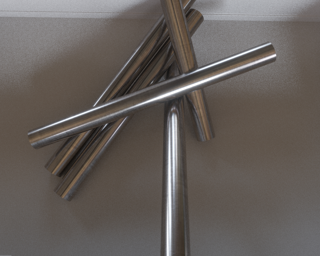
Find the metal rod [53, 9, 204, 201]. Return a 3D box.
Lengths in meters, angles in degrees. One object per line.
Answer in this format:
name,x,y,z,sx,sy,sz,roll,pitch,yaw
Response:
metal rod,-0.034,-0.038,0.406,0.025,0.025,0.300,33,79,11

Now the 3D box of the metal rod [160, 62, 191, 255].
metal rod,0.016,0.019,0.339,0.025,0.025,0.300,2,46,0

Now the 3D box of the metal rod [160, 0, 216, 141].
metal rod,0.021,-0.127,0.379,0.025,0.025,0.298,-17,101,-6

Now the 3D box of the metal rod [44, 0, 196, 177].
metal rod,-0.046,-0.066,0.405,0.025,0.025,0.300,35,83,11

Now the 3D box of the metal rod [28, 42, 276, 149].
metal rod,-0.011,-0.038,0.369,0.301,0.025,0.025,-20,71,2
